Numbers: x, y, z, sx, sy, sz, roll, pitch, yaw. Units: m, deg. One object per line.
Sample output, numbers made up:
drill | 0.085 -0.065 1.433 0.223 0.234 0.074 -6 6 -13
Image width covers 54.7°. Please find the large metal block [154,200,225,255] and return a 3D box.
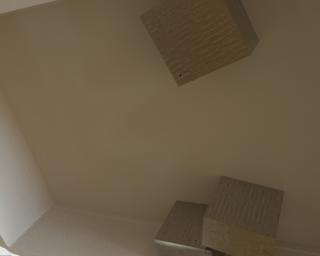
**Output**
large metal block | 0.050 0.154 0.442 0.080 0.080 0.050 1 119 28

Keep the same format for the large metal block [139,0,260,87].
large metal block | 0.041 -0.099 0.310 0.080 0.050 0.080 -20 108 35

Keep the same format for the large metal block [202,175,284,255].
large metal block | 0.105 0.112 0.387 0.080 0.080 0.050 12 123 22
